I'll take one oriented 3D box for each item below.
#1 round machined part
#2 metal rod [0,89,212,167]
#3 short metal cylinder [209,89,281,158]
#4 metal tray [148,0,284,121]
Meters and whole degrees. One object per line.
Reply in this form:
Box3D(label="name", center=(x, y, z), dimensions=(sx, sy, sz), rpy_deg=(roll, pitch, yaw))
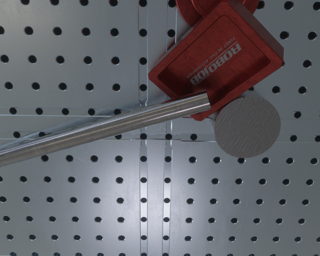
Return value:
Box3D(label="round machined part", center=(0.066, -0.155, 0.348), dimensions=(0.099, 0.042, 0.097), rpy_deg=(0, 110, 0))
Box3D(label="metal rod", center=(-0.084, 0.005, 0.395), dimensions=(0.301, 0.025, 0.025), rpy_deg=(-15, 110, 12))
Box3D(label="short metal cylinder", center=(0.106, -0.008, 0.398), dimensions=(0.081, 0.050, 0.079), rpy_deg=(0, 110, 0))
Box3D(label="metal tray", center=(0.059, -0.073, 0.354), dimensions=(0.090, 0.030, 0.129), rpy_deg=(41, 132, -14))
